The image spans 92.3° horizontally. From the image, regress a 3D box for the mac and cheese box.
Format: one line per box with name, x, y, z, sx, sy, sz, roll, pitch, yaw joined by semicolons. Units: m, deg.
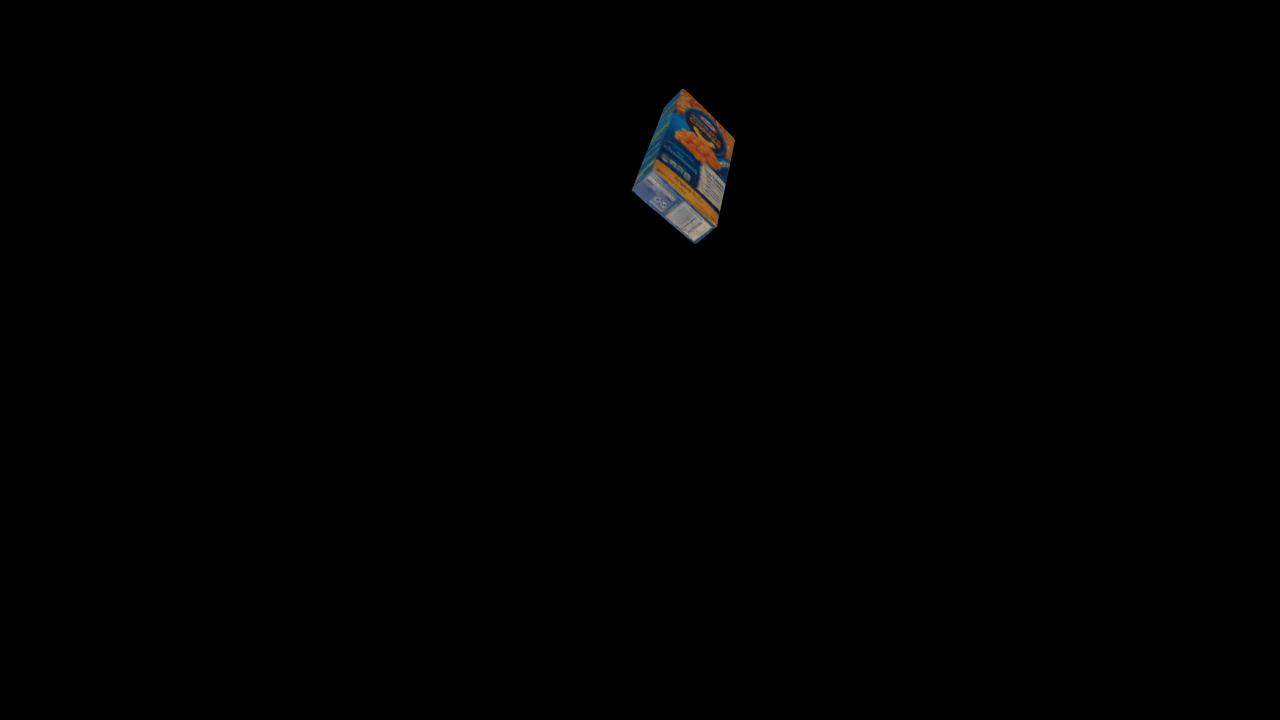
mac and cheese box;0.054;-0.219;0.683;0.093;0.184;0.041;35;-44;-21
